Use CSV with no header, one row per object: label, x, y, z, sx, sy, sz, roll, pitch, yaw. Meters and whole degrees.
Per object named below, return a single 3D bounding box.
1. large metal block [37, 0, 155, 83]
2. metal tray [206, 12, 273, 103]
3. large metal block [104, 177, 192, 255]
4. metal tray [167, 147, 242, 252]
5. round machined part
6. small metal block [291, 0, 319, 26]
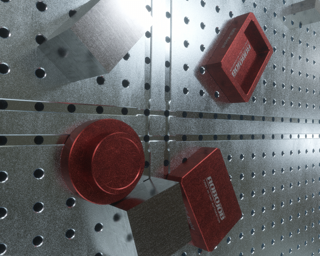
large metal block,-0.066,-0.096,0.318,0.050,0.080,0.080,50,60,-29
metal tray,0.138,-0.117,0.520,0.090,0.030,0.130,47,62,-30
large metal block,-0.014,0.116,0.382,0.081,0.050,0.080,-21,103,-38
metal tray,0.071,0.105,0.465,0.091,0.030,0.129,-34,111,-35
round machined part,-0.056,0.038,0.351,0.099,0.042,0.097,0,90,-40
small metal block,0.314,-0.245,0.655,0.050,0.050,0.025,20,77,-38
